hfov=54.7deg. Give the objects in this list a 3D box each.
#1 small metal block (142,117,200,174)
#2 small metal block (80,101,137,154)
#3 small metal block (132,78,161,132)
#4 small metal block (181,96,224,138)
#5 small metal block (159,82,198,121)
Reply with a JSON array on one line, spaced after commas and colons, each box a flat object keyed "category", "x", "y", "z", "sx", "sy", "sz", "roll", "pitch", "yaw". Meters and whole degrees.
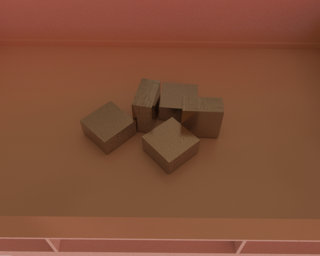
[{"category": "small metal block", "x": 0.013, "y": 0.021, "z": 0.385, "sx": 0.050, "sy": 0.025, "sz": 0.050, "roll": -33, "pitch": 58, "yaw": -25}, {"category": "small metal block", "x": -0.067, "y": -0.002, "z": 0.403, "sx": 0.050, "sy": 0.025, "sz": 0.050, "roll": 38, "pitch": 59, "yaw": 27}, {"category": "small metal block", "x": -0.017, "y": -0.029, "z": 0.410, "sx": 0.025, "sy": 0.050, "sz": 0.050, "roll": 10, "pitch": 51, "yaw": 8}, {"category": "small metal block", "x": 0.052, "y": -0.013, "z": 0.398, "sx": 0.050, "sy": 0.050, "sz": 0.025, "roll": 2, "pitch": 50, "yaw": 1}, {"category": "small metal block", "x": 0.026, "y": -0.037, "z": 0.434, "sx": 0.050, "sy": 0.025, "sz": 0.050, "roll": 5, "pitch": 50, "yaw": 4}]
